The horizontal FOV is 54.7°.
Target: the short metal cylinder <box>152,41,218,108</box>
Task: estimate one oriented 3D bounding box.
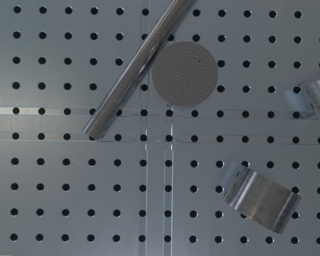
[{"bbox_3d":[0.031,-0.066,0.401,0.081,0.050,0.079,0,90,0],"label":"short metal cylinder"}]

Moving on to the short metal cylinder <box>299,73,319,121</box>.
[{"bbox_3d":[0.226,-0.051,0.388,0.080,0.080,0.050,-31,90,0],"label":"short metal cylinder"}]

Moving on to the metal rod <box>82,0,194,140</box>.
[{"bbox_3d":[-0.008,-0.114,0.413,0.025,0.025,0.299,34,90,0],"label":"metal rod"}]

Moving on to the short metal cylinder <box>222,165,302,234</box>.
[{"bbox_3d":[0.126,0.087,0.387,0.080,0.080,0.050,29,90,0],"label":"short metal cylinder"}]
